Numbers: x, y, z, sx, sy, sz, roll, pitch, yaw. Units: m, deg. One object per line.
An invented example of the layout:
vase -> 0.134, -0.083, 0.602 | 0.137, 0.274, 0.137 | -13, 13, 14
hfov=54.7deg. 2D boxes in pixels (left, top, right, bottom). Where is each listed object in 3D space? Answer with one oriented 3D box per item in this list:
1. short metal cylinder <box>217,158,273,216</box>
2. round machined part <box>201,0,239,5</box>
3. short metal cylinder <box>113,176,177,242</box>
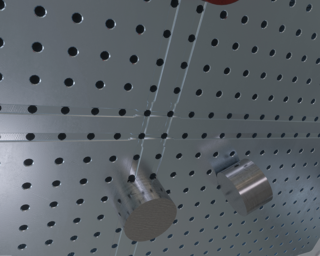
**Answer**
short metal cylinder -> 0.138, 0.097, 0.511 | 0.050, 0.080, 0.080 | -27, 128, -12
round machined part -> 0.060, -0.182, 0.320 | 0.099, 0.042, 0.097 | -14, 124, -21
short metal cylinder -> -0.023, 0.119, 0.456 | 0.081, 0.050, 0.079 | -14, 124, -21
